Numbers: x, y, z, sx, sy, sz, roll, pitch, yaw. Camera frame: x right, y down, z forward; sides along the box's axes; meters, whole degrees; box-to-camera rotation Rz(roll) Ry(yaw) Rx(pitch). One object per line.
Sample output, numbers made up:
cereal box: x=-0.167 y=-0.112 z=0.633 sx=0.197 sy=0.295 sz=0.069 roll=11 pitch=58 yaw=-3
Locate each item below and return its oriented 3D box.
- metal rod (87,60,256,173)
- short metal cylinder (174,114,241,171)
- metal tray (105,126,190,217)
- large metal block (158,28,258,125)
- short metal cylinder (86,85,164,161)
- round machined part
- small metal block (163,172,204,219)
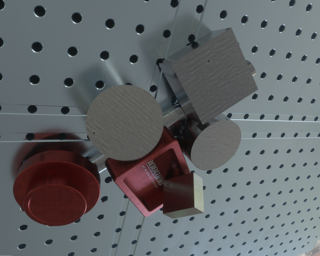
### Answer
metal rod: x=-0.003 y=-0.003 z=0.410 sx=0.301 sy=0.025 sz=0.025 roll=-32 pitch=129 yaw=-7
short metal cylinder: x=0.066 y=0.013 z=0.438 sx=0.081 sy=0.050 sz=0.079 roll=-14 pitch=124 yaw=-21
metal tray: x=-0.007 y=0.065 z=0.425 sx=0.090 sy=0.030 sz=0.130 roll=-33 pitch=142 yaw=-7
large metal block: x=0.057 y=-0.062 z=0.372 sx=0.080 sy=0.050 sz=0.080 roll=-32 pitch=109 yaw=-7
short metal cylinder: x=-0.037 y=-0.003 z=0.346 sx=0.081 sy=0.050 sz=0.080 roll=0 pitch=82 yaw=-3
round machined part: x=-0.121 y=0.077 z=0.365 sx=0.099 sy=0.042 sz=0.097 roll=-5 pitch=124 yaw=-7
small metal block: x=0.032 y=0.095 z=0.434 sx=0.050 sy=0.050 sz=0.025 roll=-21 pitch=139 yaw=30
